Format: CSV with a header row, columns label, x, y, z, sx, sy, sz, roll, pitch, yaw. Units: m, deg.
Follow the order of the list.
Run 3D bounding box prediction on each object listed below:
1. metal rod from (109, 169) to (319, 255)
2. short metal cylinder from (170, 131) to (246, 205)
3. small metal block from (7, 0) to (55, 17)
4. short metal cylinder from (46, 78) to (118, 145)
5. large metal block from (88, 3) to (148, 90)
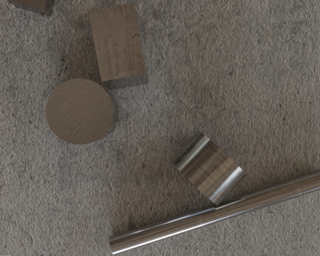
label,x,y,z,sx,sy,sz,roll,pitch,yaw
metal rod,0.081,0.110,0.411,0.302,0.025,0.025,-17,90,-1
short metal cylinder,0.058,0.049,0.383,0.080,0.080,0.050,43,90,-1
small metal block,-0.166,-0.182,0.408,0.050,0.025,0.050,15,90,-1
short metal cylinder,-0.097,-0.020,0.396,0.081,0.050,0.079,0,90,-1
large metal block,-0.047,-0.095,0.382,0.050,0.080,0.080,-10,90,0
